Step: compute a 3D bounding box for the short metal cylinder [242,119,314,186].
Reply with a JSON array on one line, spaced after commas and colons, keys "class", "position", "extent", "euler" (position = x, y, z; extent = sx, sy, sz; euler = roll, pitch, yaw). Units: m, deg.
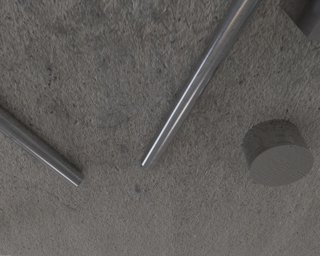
[{"class": "short metal cylinder", "position": [0.158, 0.035, 0.422], "extent": [0.081, 0.050, 0.079], "euler": [0, 130, 0]}]

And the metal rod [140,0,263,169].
[{"class": "metal rod", "position": [0.044, -0.054, 0.361], "extent": [0.025, 0.025, 0.298], "euler": [19, 128, -15]}]

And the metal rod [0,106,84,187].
[{"class": "metal rod", "position": [-0.207, -0.015, 0.391], "extent": [0.025, 0.025, 0.300], "euler": [-26, 126, 20]}]

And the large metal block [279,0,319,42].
[{"class": "large metal block", "position": [0.168, -0.109, 0.280], "extent": [0.081, 0.080, 0.050], "euler": [14, 129, -12]}]
